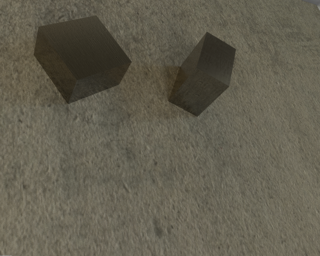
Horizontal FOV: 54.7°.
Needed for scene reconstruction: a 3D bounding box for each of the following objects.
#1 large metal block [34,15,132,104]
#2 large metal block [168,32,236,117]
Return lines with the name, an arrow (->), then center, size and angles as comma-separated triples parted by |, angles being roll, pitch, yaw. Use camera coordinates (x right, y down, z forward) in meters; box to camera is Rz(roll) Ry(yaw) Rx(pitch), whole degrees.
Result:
large metal block -> -0.097, -0.088, 0.390 | 0.081, 0.050, 0.080 | -29, 78, -38
large metal block -> 0.061, -0.077, 0.450 | 0.050, 0.080, 0.080 | 28, 52, -12
